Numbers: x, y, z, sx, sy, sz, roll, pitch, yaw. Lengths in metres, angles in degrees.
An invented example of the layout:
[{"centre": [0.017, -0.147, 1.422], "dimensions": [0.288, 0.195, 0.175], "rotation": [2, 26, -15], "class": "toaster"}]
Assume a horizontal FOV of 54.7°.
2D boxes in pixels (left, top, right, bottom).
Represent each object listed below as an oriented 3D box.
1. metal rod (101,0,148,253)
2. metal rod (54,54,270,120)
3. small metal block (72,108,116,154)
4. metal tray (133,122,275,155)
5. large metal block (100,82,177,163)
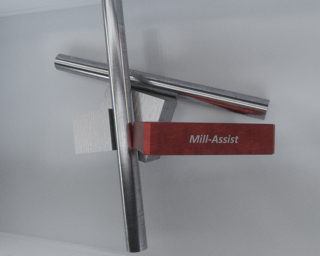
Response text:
[{"centre": [-0.043, -0.006, 0.370], "dimensions": [0.025, 0.025, 0.298], "rotation": [-7, 88, 19], "class": "metal rod"}, {"centre": [-0.011, -0.060, 0.413], "dimensions": [0.301, 0.025, 0.025], "rotation": [16, 95, 18], "class": "metal rod"}, {"centre": [-0.078, 0.004, 0.382], "dimensions": [0.050, 0.025, 0.050], "rotation": [-7, 87, 19], "class": "small metal block"}, {"centre": [0.041, 0.009, 0.331], "dimensions": [0.131, 0.090, 0.030], "rotation": [1, 91, -12], "class": "metal tray"}, {"centre": [-0.034, -0.008, 0.407], "dimensions": [0.080, 0.050, 0.080], "rotation": [19, 96, 18], "class": "large metal block"}]
